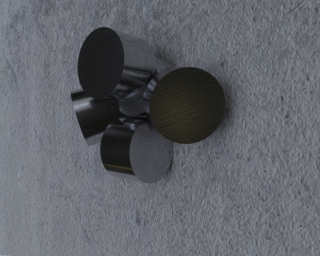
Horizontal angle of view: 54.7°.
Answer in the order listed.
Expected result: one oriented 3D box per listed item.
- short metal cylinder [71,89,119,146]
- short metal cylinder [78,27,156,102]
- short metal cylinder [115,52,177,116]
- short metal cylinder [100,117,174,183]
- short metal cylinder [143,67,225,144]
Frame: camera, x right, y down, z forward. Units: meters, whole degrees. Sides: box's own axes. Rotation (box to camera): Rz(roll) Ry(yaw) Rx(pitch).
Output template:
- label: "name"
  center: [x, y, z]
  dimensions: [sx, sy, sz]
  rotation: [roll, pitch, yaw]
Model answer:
- label: "short metal cylinder"
  center: [-0.087, -0.020, 0.433]
  dimensions: [0.080, 0.050, 0.080]
  rotation: [163, 89, -81]
- label: "short metal cylinder"
  center: [-0.052, -0.072, 0.365]
  dimensions: [0.080, 0.050, 0.079]
  rotation: [0, 90, 39]
- label: "short metal cylinder"
  center: [-0.017, -0.054, 0.402]
  dimensions: [0.080, 0.050, 0.079]
  rotation: [0, 90, 39]
- label: "short metal cylinder"
  center: [-0.027, 0.026, 0.390]
  dimensions: [0.050, 0.081, 0.079]
  rotation: [2, 92, 40]
- label: "short metal cylinder"
  center: [0.024, -0.027, 0.341]
  dimensions: [0.050, 0.081, 0.079]
  rotation: [-132, 53, -74]
